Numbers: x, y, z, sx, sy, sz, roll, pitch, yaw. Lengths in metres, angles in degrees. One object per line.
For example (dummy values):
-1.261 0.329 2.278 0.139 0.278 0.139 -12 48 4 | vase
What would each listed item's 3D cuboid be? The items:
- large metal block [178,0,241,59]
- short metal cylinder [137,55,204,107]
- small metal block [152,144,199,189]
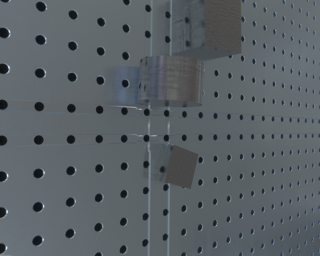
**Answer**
0.074 -0.151 0.455 0.081 0.050 0.079 -2 91 -40 | large metal block
0.013 -0.055 0.384 0.081 0.080 0.050 4 88 -40 | short metal cylinder
0.022 0.053 0.428 0.050 0.025 0.050 23 76 -38 | small metal block
